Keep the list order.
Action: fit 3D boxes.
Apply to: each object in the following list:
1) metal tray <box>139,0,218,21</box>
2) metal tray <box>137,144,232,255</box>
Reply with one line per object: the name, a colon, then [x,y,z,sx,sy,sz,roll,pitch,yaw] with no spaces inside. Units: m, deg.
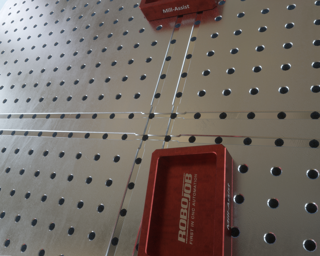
metal tray: [0.036,-0.237,0.532,0.130,0.030,0.090,0,61,28]
metal tray: [0.030,0.085,0.338,0.090,0.030,0.130,-7,59,25]
